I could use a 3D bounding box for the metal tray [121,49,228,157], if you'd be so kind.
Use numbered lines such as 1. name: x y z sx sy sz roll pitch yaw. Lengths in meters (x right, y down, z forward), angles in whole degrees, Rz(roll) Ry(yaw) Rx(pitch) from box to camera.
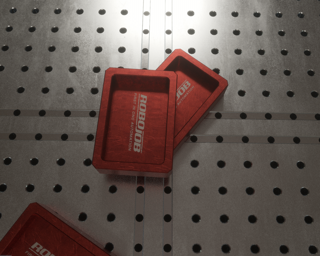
1. metal tray: 0.019 -0.036 0.422 0.090 0.030 0.130 37 74 12

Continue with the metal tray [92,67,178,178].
1. metal tray: -0.027 -0.008 0.379 0.091 0.030 0.130 4 70 1

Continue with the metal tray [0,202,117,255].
1. metal tray: -0.118 0.157 0.350 0.130 0.030 0.090 31 73 10
